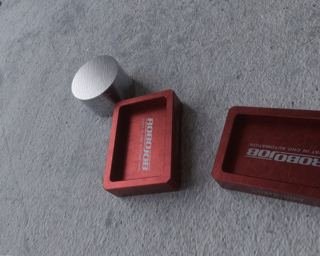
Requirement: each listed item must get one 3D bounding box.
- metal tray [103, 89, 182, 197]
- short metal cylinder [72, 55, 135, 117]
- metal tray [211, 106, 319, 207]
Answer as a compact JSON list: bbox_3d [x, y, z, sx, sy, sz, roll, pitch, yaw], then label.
[{"bbox_3d":[-0.020,0.018,0.399,0.090,0.030,0.130,-11,57,22],"label":"metal tray"},{"bbox_3d":[-0.086,-0.063,0.472,0.080,0.050,0.080,-13,56,21],"label":"short metal cylinder"},{"bbox_3d":[0.128,0.026,0.317,0.130,0.030,0.090,6,65,30],"label":"metal tray"}]
